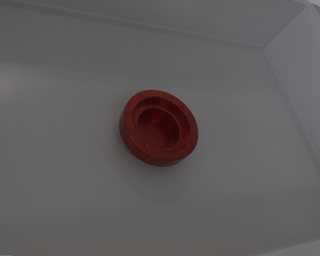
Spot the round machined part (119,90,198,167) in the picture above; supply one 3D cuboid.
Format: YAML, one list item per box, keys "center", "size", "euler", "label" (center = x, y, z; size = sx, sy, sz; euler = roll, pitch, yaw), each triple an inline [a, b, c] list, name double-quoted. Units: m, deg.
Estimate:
- center: [-0.005, 0.004, 0.389]
  size: [0.099, 0.042, 0.098]
  euler: [13, 56, -21]
  label: "round machined part"
